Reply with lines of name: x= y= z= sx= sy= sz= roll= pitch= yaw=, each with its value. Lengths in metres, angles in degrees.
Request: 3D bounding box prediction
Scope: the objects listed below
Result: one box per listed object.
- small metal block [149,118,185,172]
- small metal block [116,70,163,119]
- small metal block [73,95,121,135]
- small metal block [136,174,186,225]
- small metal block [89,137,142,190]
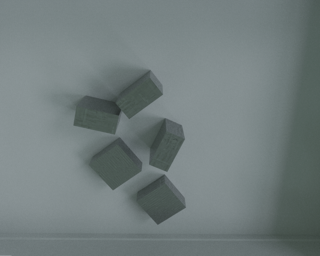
small metal block: x=0.008 y=0.021 z=0.406 sx=0.025 sy=0.050 sz=0.050 roll=24 pitch=108 yaw=-9
small metal block: x=-0.024 y=-0.042 z=0.382 sx=0.050 sy=0.050 sz=0.025 roll=-35 pitch=107 yaw=12
small metal block: x=-0.076 y=-0.017 z=0.391 sx=0.050 sy=0.050 sz=0.025 roll=13 pitch=110 yaw=-5
small metal block: x=0.002 y=0.104 z=0.450 sx=0.050 sy=0.025 sz=0.050 roll=-35 pitch=107 yaw=11
small metal block: x=-0.060 y=0.050 z=0.429 sx=0.050 sy=0.025 sz=0.050 roll=-35 pitch=107 yaw=12
